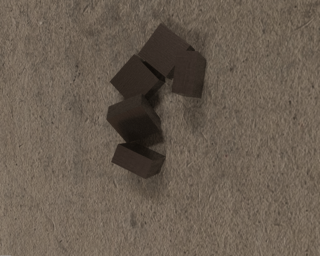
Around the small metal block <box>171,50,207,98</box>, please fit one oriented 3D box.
[{"bbox_3d":[0.037,-0.065,0.382,0.025,0.050,0.050,9,93,19],"label":"small metal block"}]

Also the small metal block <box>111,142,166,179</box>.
[{"bbox_3d":[-0.027,0.041,0.404,0.050,0.050,0.025,24,98,18],"label":"small metal block"}]

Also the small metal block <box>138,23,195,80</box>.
[{"bbox_3d":[0.008,-0.099,0.405,0.050,0.025,0.050,41,103,15],"label":"small metal block"}]

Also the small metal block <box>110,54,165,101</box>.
[{"bbox_3d":[-0.030,-0.062,0.419,0.050,0.025,0.050,-46,76,14],"label":"small metal block"}]

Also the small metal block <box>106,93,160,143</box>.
[{"bbox_3d":[-0.034,-0.012,0.405,0.050,0.050,0.025,-20,41,18],"label":"small metal block"}]
